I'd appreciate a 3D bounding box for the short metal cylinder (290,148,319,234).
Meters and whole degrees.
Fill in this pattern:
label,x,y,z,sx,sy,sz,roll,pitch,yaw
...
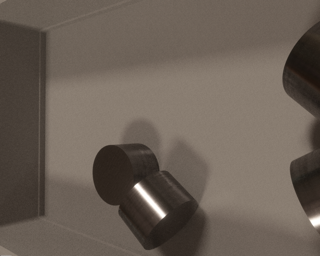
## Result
label,x,y,z,sx,sy,sz,roll,pitch,yaw
short metal cylinder,0.150,0.051,0.247,0.050,0.081,0.080,-37,68,34

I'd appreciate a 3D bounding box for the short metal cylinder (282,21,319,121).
label,x,y,z,sx,sy,sz,roll,pitch,yaw
short metal cylinder,0.146,-0.042,0.241,0.080,0.081,0.050,-58,36,24

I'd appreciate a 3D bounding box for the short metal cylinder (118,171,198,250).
label,x,y,z,sx,sy,sz,roll,pitch,yaw
short metal cylinder,-0.002,0.098,0.371,0.050,0.081,0.080,44,116,31

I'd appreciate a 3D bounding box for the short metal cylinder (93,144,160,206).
label,x,y,z,sx,sy,sz,roll,pitch,yaw
short metal cylinder,-0.047,0.062,0.427,0.080,0.050,0.079,0,90,39
